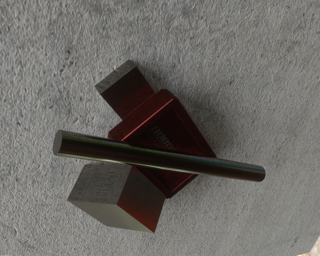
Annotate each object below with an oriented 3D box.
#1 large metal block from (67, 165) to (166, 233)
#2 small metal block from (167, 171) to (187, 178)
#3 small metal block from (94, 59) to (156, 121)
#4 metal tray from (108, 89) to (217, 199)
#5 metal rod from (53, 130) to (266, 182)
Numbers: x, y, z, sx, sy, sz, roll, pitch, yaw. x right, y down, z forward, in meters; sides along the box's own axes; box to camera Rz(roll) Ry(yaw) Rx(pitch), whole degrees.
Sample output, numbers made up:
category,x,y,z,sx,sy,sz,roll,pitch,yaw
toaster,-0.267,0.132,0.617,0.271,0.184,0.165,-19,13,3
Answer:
category,x,y,z,sx,sy,sz,roll,pitch,yaw
large metal block,-0.052,0.088,0.389,0.080,0.080,0.050,51,47,-40
small metal block,0.033,0.053,0.461,0.050,0.025,0.050,-44,130,2
small metal block,-0.039,-0.043,0.362,0.050,0.025,0.050,-39,130,-2
metal tray,0.008,0.025,0.393,0.090,0.030,0.130,-40,130,-2
metal rod,0.025,0.041,0.378,0.302,0.025,0.025,13,112,-34
